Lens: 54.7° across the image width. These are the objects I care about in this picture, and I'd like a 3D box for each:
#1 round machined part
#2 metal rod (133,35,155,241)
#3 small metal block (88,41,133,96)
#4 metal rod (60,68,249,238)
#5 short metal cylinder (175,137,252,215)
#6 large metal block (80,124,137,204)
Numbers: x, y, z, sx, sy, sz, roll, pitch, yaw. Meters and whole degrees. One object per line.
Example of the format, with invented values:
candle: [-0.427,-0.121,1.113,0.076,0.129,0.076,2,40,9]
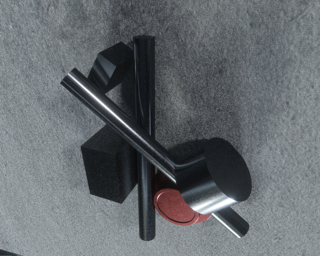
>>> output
round machined part: [0.030,0.100,0.443,0.098,0.042,0.097,13,124,20]
metal rod: [-0.019,0.031,0.416,0.025,0.025,0.298,11,117,22]
small metal block: [-0.059,-0.072,0.377,0.025,0.050,0.050,39,129,2]
metal rod: [0.003,0.039,0.385,0.300,0.025,0.025,43,130,-13]
short metal cylinder: [0.065,0.058,0.374,0.080,0.080,0.050,49,129,-6]
large metal block: [-0.058,0.042,0.428,0.050,0.080,0.079,11,123,22]
